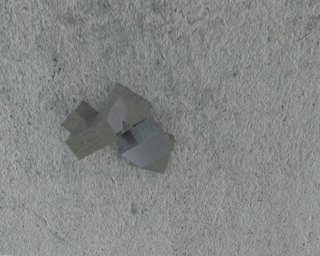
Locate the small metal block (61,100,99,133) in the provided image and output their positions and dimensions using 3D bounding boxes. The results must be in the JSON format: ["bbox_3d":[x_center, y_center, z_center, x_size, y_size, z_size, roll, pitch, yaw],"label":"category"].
[{"bbox_3d":[-0.092,-0.004,0.395,0.025,0.050,0.050,-43,105,14],"label":"small metal block"}]

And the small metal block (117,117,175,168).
[{"bbox_3d":[-0.017,0.019,0.378,0.050,0.025,0.050,-30,145,10],"label":"small metal block"}]

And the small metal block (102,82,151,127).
[{"bbox_3d":[-0.040,-0.029,0.387,0.050,0.050,0.025,31,107,-11],"label":"small metal block"}]

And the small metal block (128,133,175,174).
[{"bbox_3d":[-0.012,0.030,0.422,0.050,0.025,0.050,15,109,-6],"label":"small metal block"}]

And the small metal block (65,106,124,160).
[{"bbox_3d":[-0.071,0.004,0.345,0.050,0.050,0.025,-28,108,9],"label":"small metal block"}]
